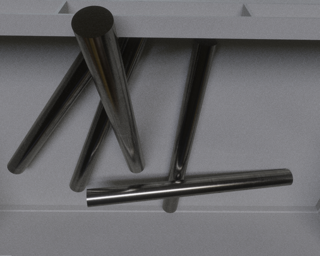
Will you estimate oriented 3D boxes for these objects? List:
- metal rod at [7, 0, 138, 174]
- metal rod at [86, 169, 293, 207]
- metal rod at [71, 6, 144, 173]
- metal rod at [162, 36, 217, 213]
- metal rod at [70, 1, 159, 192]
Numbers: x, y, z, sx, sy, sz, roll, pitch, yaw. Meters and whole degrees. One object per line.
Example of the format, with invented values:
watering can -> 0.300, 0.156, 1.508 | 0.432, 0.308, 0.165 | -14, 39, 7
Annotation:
metal rod -> -0.121, -0.029, 0.373 | 0.025, 0.025, 0.299 | 30, 127, -23
metal rod -> 0.048, 0.086, 0.452 | 0.302, 0.025, 0.025 | -4, 131, -9
metal rod -> -0.037, -0.004, 0.321 | 0.025, 0.025, 0.299 | -1, 157, 1
metal rod -> 0.033, 0.020, 0.425 | 0.025, 0.025, 0.298 | 5, 130, -4
metal rod -> -0.071, -0.015, 0.395 | 0.025, 0.025, 0.298 | 18, 128, -15
